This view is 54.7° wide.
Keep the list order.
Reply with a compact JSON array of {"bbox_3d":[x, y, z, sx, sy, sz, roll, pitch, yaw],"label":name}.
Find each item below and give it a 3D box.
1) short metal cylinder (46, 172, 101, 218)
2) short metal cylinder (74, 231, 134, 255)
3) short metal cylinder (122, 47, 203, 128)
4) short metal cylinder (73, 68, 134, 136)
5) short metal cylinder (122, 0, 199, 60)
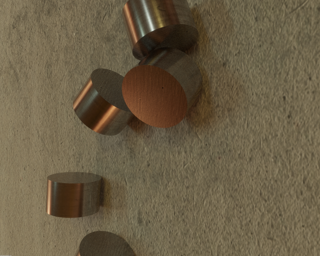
[{"bbox_3d":[-0.133,0.101,0.479,0.080,0.081,0.050,6,94,40],"label":"short metal cylinder"},{"bbox_3d":[-0.083,0.194,0.438,0.080,0.081,0.050,40,114,33],"label":"short metal cylinder"},{"bbox_3d":[0.003,-0.047,0.362,0.080,0.050,0.079,15,131,19],"label":"short metal cylinder"},{"bbox_3d":[-0.071,-0.036,0.428,0.050,0.081,0.080,-47,62,30],"label":"short metal cylinder"},{"bbox_3d":[0.000,-0.121,0.369,0.080,0.081,0.050,-26,73,37],"label":"short metal cylinder"}]
